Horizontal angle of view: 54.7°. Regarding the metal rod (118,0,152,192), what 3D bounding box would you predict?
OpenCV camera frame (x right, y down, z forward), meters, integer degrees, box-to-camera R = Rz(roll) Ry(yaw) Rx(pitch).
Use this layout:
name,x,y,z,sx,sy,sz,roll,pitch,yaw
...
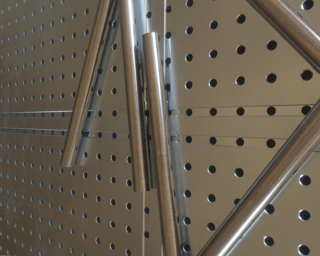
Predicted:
name,x,y,z,sx,sy,sz,roll,pitch,yaw
metal rod,-0.037,-0.062,0.437,0.025,0.025,0.298,-8,85,39

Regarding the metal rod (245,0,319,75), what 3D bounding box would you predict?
name,x,y,z,sx,sy,sz,roll,pitch,yaw
metal rod,0.130,-0.097,0.301,0.025,0.025,0.299,-47,63,29

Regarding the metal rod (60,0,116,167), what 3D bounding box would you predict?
name,x,y,z,sx,sy,sz,roll,pitch,yaw
metal rod,-0.117,-0.075,0.503,0.025,0.025,0.298,28,107,36

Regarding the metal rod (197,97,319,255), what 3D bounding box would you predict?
name,x,y,z,sx,sy,sz,roll,pitch,yaw
metal rod,0.088,0.097,0.335,0.025,0.025,0.298,44,116,31

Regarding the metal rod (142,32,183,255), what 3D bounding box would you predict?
name,x,y,z,sx,sy,sz,roll,pitch,yaw
metal rod,0.003,0.024,0.405,0.025,0.025,0.298,-10,84,39
